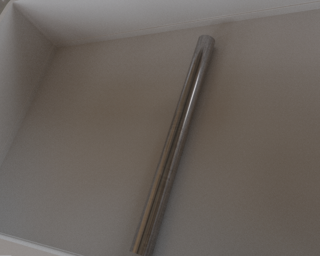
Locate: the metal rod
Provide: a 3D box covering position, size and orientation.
[{"bbox_3d":[0.023,0.005,0.391,0.025,0.025,0.300,5,64,30],"label":"metal rod"}]
